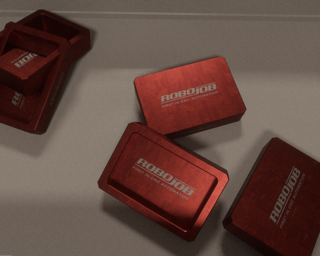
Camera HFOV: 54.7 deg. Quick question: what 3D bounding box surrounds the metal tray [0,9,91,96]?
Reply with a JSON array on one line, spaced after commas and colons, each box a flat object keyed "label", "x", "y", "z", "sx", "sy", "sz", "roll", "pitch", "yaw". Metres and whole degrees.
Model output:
[{"label": "metal tray", "x": -0.168, "y": -0.107, "z": 0.418, "sx": 0.090, "sy": 0.030, "sz": 0.130, "roll": 26, "pitch": 51, "yaw": 12}]

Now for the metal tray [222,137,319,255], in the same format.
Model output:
[{"label": "metal tray", "x": 0.143, "y": 0.084, "z": 0.364, "sx": 0.090, "sy": 0.030, "sz": 0.130, "roll": 33, "pitch": 60, "yaw": 11}]

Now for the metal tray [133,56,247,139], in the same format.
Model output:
[{"label": "metal tray", "x": 0.039, "y": -0.039, "z": 0.422, "sx": 0.131, "sy": 0.030, "sz": 0.090, "roll": -15, "pitch": 71, "yaw": -6}]

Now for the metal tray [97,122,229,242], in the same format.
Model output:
[{"label": "metal tray", "x": 0.004, "y": 0.061, "z": 0.367, "sx": 0.130, "sy": 0.030, "sz": 0.090, "roll": 29, "pitch": 95, "yaw": 9}]

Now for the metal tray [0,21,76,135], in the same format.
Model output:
[{"label": "metal tray", "x": -0.179, "y": -0.065, "z": 0.412, "sx": 0.090, "sy": 0.030, "sz": 0.129, "roll": 19, "pitch": 85, "yaw": 6}]
